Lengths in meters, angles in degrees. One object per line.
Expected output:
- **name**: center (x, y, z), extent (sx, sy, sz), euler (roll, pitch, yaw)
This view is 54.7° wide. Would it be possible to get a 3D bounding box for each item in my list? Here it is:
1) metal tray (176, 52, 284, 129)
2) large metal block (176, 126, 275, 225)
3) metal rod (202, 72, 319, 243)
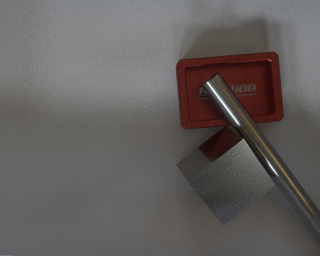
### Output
- **metal tray**: center (0.090, -0.048, 0.410), extent (0.131, 0.030, 0.089), euler (-5, 90, -1)
- **large metal block**: center (0.081, 0.058, 0.388), extent (0.080, 0.050, 0.080), euler (-38, 111, 0)
- **metal rod**: center (0.152, 0.057, 0.393), extent (0.025, 0.025, 0.300), euler (-38, 98, 0)
